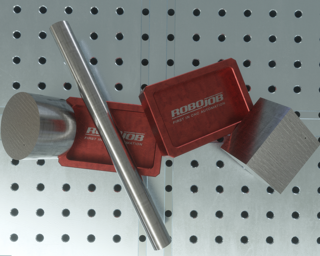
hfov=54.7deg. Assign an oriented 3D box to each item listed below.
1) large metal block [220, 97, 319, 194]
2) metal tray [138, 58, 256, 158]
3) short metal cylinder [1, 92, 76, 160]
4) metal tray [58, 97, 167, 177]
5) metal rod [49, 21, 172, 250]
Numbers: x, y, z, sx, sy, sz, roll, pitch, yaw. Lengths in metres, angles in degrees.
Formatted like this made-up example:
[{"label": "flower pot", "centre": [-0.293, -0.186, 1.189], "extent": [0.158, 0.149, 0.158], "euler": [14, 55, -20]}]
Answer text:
[{"label": "large metal block", "centre": [0.137, 0.022, 0.384], "extent": [0.080, 0.050, 0.080], "euler": [38, 90, -31]}, {"label": "metal tray", "centre": [0.050, -0.026, 0.392], "extent": [0.131, 0.030, 0.090], "euler": [-21, 90, -17]}, {"label": "short metal cylinder", "centre": [-0.150, -0.001, 0.381], "extent": [0.080, 0.050, 0.080], "euler": [-3, 85, 34]}, {"label": "metal tray", "centre": [-0.060, 0.011, 0.410], "extent": [0.131, 0.030, 0.089], "euler": [7, 90, 0]}, {"label": "metal rod", "centre": [-0.061, 0.009, 0.383], "extent": [0.025, 0.025, 0.299], "euler": [-25, 90, 0]}]
